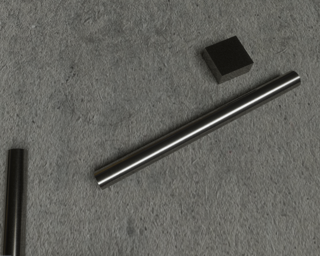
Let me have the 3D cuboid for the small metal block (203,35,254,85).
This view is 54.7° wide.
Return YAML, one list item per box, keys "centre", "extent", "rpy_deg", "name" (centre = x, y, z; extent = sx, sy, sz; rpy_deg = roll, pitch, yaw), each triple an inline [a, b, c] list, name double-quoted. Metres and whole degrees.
- centre: [0.097, -0.098, 0.444]
  extent: [0.050, 0.025, 0.050]
  rpy_deg: [-24, 72, -9]
  name: "small metal block"

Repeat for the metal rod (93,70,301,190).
- centre: [0.056, -0.002, 0.408]
  extent: [0.302, 0.025, 0.025]
  rpy_deg: [-27, 72, -10]
  name: "metal rod"

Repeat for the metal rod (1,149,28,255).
- centre: [-0.164, 0.169, 0.344]
  extent: [0.025, 0.025, 0.299]
  rpy_deg: [-6, 70, -2]
  name: "metal rod"
